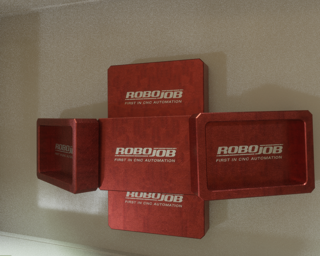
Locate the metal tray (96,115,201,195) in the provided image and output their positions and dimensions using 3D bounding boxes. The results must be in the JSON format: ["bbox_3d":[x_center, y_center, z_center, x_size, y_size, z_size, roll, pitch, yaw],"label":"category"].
[{"bbox_3d":[-0.013,0.031,0.379,0.130,0.030,0.089,-1,90,19],"label":"metal tray"}]

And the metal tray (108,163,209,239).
[{"bbox_3d":[-0.003,0.090,0.406,0.130,0.030,0.089,0,90,19],"label":"metal tray"}]

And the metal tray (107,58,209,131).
[{"bbox_3d":[-0.004,-0.039,0.406,0.130,0.030,0.089,0,90,19],"label":"metal tray"}]

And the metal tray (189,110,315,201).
[{"bbox_3d":[0.100,0.027,0.338,0.131,0.030,0.089,-2,90,-10],"label":"metal tray"}]

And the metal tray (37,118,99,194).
[{"bbox_3d":[-0.129,0.032,0.419,0.130,0.030,0.089,2,92,49],"label":"metal tray"}]
